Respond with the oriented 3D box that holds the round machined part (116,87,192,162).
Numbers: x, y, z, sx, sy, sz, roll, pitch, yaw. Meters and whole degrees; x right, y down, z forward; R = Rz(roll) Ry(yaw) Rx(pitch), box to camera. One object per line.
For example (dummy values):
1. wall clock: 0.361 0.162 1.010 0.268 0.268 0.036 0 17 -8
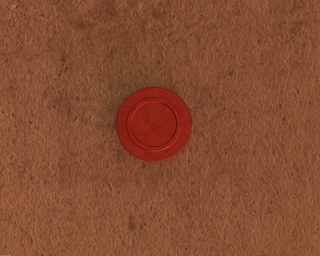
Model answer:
1. round machined part: -0.008 -0.005 0.402 0.099 0.042 0.097 0 90 -1
